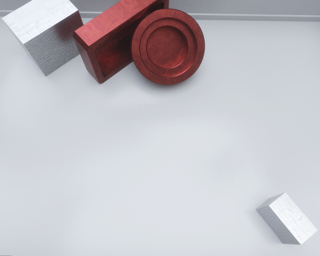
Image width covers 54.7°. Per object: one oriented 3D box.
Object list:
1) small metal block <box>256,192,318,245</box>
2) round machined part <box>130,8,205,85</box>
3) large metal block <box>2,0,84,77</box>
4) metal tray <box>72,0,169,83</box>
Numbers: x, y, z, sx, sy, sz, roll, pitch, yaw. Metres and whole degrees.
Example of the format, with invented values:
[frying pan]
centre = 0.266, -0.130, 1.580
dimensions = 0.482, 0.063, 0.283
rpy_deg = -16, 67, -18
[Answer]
[small metal block]
centre = 0.144, 0.106, 0.360
dimensions = 0.025, 0.050, 0.050
rpy_deg = -34, 74, -12
[round machined part]
centre = 0.008, -0.111, 0.424
dimensions = 0.099, 0.042, 0.097
rpy_deg = -3, 109, -8
[large metal block]
centre = -0.150, -0.130, 0.426
dimensions = 0.080, 0.080, 0.050
rpy_deg = -38, 75, -13
[metal tray]
centre = -0.047, -0.127, 0.420
dimensions = 0.130, 0.090, 0.030
rpy_deg = -39, 75, -13
